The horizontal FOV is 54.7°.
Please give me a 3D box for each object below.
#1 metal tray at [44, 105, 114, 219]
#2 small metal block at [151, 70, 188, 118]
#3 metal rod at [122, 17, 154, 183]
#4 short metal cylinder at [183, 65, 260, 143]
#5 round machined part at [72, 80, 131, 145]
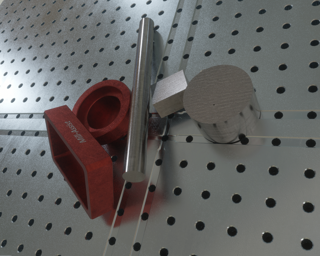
[{"bbox_3d":[-0.104,0.040,0.394,0.030,0.089,0.130,-21,44,-31],"label":"metal tray"},{"bbox_3d":[0.017,-0.047,0.418,0.050,0.025,0.050,-25,35,13],"label":"small metal block"},{"bbox_3d":[-0.025,-0.062,0.431,0.025,0.025,0.300,-15,47,19],"label":"metal rod"},{"bbox_3d":[0.074,-0.028,0.370,0.080,0.050,0.080,-13,57,20],"label":"short metal cylinder"},{"bbox_3d":[-0.076,-0.018,0.446,0.098,0.042,0.098,-13,56,20],"label":"round machined part"}]
